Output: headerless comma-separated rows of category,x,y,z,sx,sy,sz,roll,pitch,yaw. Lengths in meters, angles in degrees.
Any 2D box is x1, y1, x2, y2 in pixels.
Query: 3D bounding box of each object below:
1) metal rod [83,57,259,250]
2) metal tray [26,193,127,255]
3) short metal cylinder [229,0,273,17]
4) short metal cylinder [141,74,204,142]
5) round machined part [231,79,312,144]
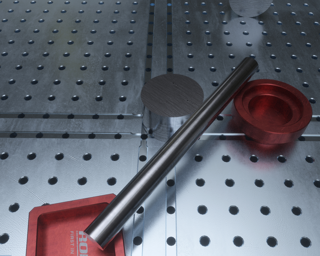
metal rod,0.032,0.008,0.354,0.025,0.025,0.301,31,59,23
metal tray,-0.076,0.133,0.292,0.091,0.030,0.130,-9,51,-7
short metal cylinder,0.174,-0.262,0.593,0.080,0.080,0.050,6,51,5
short metal cylinder,0.016,-0.027,0.414,0.080,0.050,0.080,0,50,0
round machined part,0.144,-0.017,0.412,0.099,0.042,0.098,0,50,0
